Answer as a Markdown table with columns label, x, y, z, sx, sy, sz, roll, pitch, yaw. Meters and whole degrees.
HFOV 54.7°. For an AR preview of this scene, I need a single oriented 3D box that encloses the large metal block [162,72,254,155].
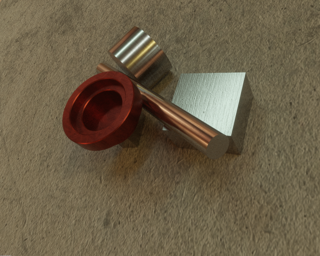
| label | x | y | z | sx | sy | sz | roll | pitch | yaw |
| --- | --- | --- | --- | --- | --- | --- | --- | --- | --- |
| large metal block | 0.059 | -0.018 | 0.369 | 0.080 | 0.050 | 0.080 | 5 | 64 | 30 |

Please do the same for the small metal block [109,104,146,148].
| label | x | y | z | sx | sy | sz | roll | pitch | yaw |
| --- | --- | --- | --- | --- | --- | --- | --- | --- | --- |
| small metal block | -0.046 | -0.006 | 0.416 | 0.025 | 0.050 | 0.050 | -2 | 61 | 27 |

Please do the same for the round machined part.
| label | x | y | z | sx | sy | sz | roll | pitch | yaw |
| --- | --- | --- | --- | --- | --- | --- | --- | --- | --- |
| round machined part | -0.064 | -0.017 | 0.374 | 0.098 | 0.042 | 0.098 | -12 | 58 | 21 |

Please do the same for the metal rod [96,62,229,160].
| label | x | y | z | sx | sy | sz | roll | pitch | yaw |
| --- | --- | --- | --- | --- | --- | --- | --- | --- | --- |
| metal rod | -0.021 | -0.040 | 0.391 | 0.025 | 0.025 | 0.300 | -46 | 37 | -4 |

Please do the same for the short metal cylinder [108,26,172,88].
| label | x | y | z | sx | sy | sz | roll | pitch | yaw |
| --- | --- | --- | --- | --- | --- | --- | --- | --- | --- |
| short metal cylinder | -0.029 | -0.097 | 0.443 | 0.050 | 0.080 | 0.080 | -45 | 51 | -3 |
